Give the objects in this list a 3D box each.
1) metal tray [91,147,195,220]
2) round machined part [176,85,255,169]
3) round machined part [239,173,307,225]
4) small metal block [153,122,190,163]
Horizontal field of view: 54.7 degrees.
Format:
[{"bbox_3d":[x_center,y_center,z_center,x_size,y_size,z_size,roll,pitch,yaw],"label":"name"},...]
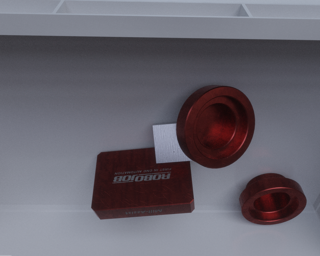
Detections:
[{"bbox_3d":[-0.022,0.073,0.425,0.131,0.090,0.030,-5,141,4],"label":"metal tray"},{"bbox_3d":[0.063,-0.004,0.376,0.099,0.042,0.097,-6,103,-24],"label":"round machined part"},{"bbox_3d":[0.176,0.109,0.494,0.099,0.042,0.097,-1,130,0],"label":"round machined part"},{"bbox_3d":[0.019,0.018,0.409,0.050,0.025,0.050,-5,97,4],"label":"small metal block"}]
